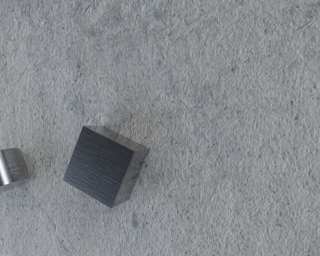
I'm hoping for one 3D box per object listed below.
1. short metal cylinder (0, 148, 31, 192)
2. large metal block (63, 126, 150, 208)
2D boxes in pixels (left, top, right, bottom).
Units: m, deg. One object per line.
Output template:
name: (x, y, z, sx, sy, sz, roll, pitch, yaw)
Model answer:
short metal cylinder: (-0.243, 0.068, 0.466, 0.080, 0.080, 0.050, -25, 82, 18)
large metal block: (-0.072, 0.049, 0.421, 0.080, 0.050, 0.080, 25, 98, 18)
